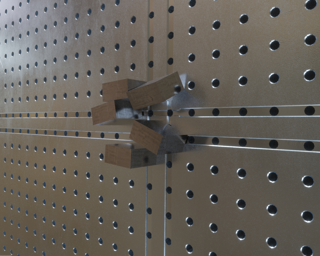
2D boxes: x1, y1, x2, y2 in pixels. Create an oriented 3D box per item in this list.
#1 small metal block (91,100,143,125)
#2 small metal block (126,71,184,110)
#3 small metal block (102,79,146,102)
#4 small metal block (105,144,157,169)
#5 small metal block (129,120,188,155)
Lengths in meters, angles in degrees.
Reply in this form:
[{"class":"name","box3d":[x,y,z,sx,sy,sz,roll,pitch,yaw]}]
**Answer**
[{"class":"small metal block","box3d":[-0.062,-0.021,0.445,0.050,0.050,0.025,-14,82,39]},{"class":"small metal block","box3d":[-0.006,-0.047,0.395,0.050,0.050,0.025,-13,105,39]},{"class":"small metal block","box3d":[-0.044,-0.050,0.431,0.050,0.050,0.025,-3,88,40]},{"class":"small metal block","box3d":[-0.040,0.037,0.427,0.050,0.050,0.025,7,94,40]},{"class":"small metal block","box3d":[-0.002,0.011,0.396,0.050,0.050,0.025,28,108,36]}]
